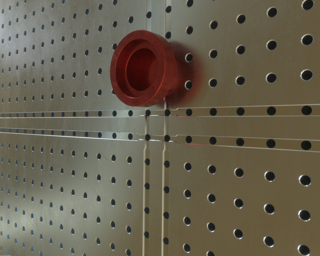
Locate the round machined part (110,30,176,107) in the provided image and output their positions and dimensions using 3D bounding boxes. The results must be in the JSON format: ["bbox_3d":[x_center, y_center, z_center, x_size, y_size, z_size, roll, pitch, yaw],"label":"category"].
[{"bbox_3d":[-0.018,-0.076,0.411,0.098,0.042,0.097,0,90,39],"label":"round machined part"}]
